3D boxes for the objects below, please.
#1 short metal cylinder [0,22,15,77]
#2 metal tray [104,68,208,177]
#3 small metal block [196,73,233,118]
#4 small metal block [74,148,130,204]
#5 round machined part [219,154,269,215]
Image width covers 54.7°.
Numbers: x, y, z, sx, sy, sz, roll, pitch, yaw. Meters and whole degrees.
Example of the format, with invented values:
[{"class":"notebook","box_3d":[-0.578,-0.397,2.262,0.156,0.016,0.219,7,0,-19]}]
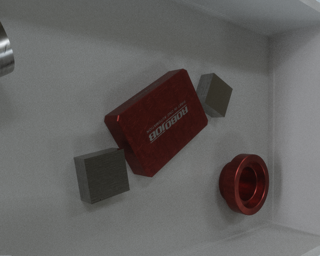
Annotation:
[{"class":"short metal cylinder","box_3d":[-0.159,-0.069,0.238,0.050,0.080,0.080,-38,114,-34]},{"class":"metal tray","box_3d":[0.001,-0.010,0.407,0.131,0.030,0.090,-40,115,-33]},{"class":"small metal block","box_3d":[0.082,-0.049,0.478,0.050,0.025,0.050,30,71,-36]},{"class":"small metal block","box_3d":[-0.066,0.053,0.353,0.050,0.025,0.050,-13,99,-40]},{"class":"round machined part","box_3d":[0.135,0.091,0.512,0.099,0.042,0.097,0,90,-40]}]
